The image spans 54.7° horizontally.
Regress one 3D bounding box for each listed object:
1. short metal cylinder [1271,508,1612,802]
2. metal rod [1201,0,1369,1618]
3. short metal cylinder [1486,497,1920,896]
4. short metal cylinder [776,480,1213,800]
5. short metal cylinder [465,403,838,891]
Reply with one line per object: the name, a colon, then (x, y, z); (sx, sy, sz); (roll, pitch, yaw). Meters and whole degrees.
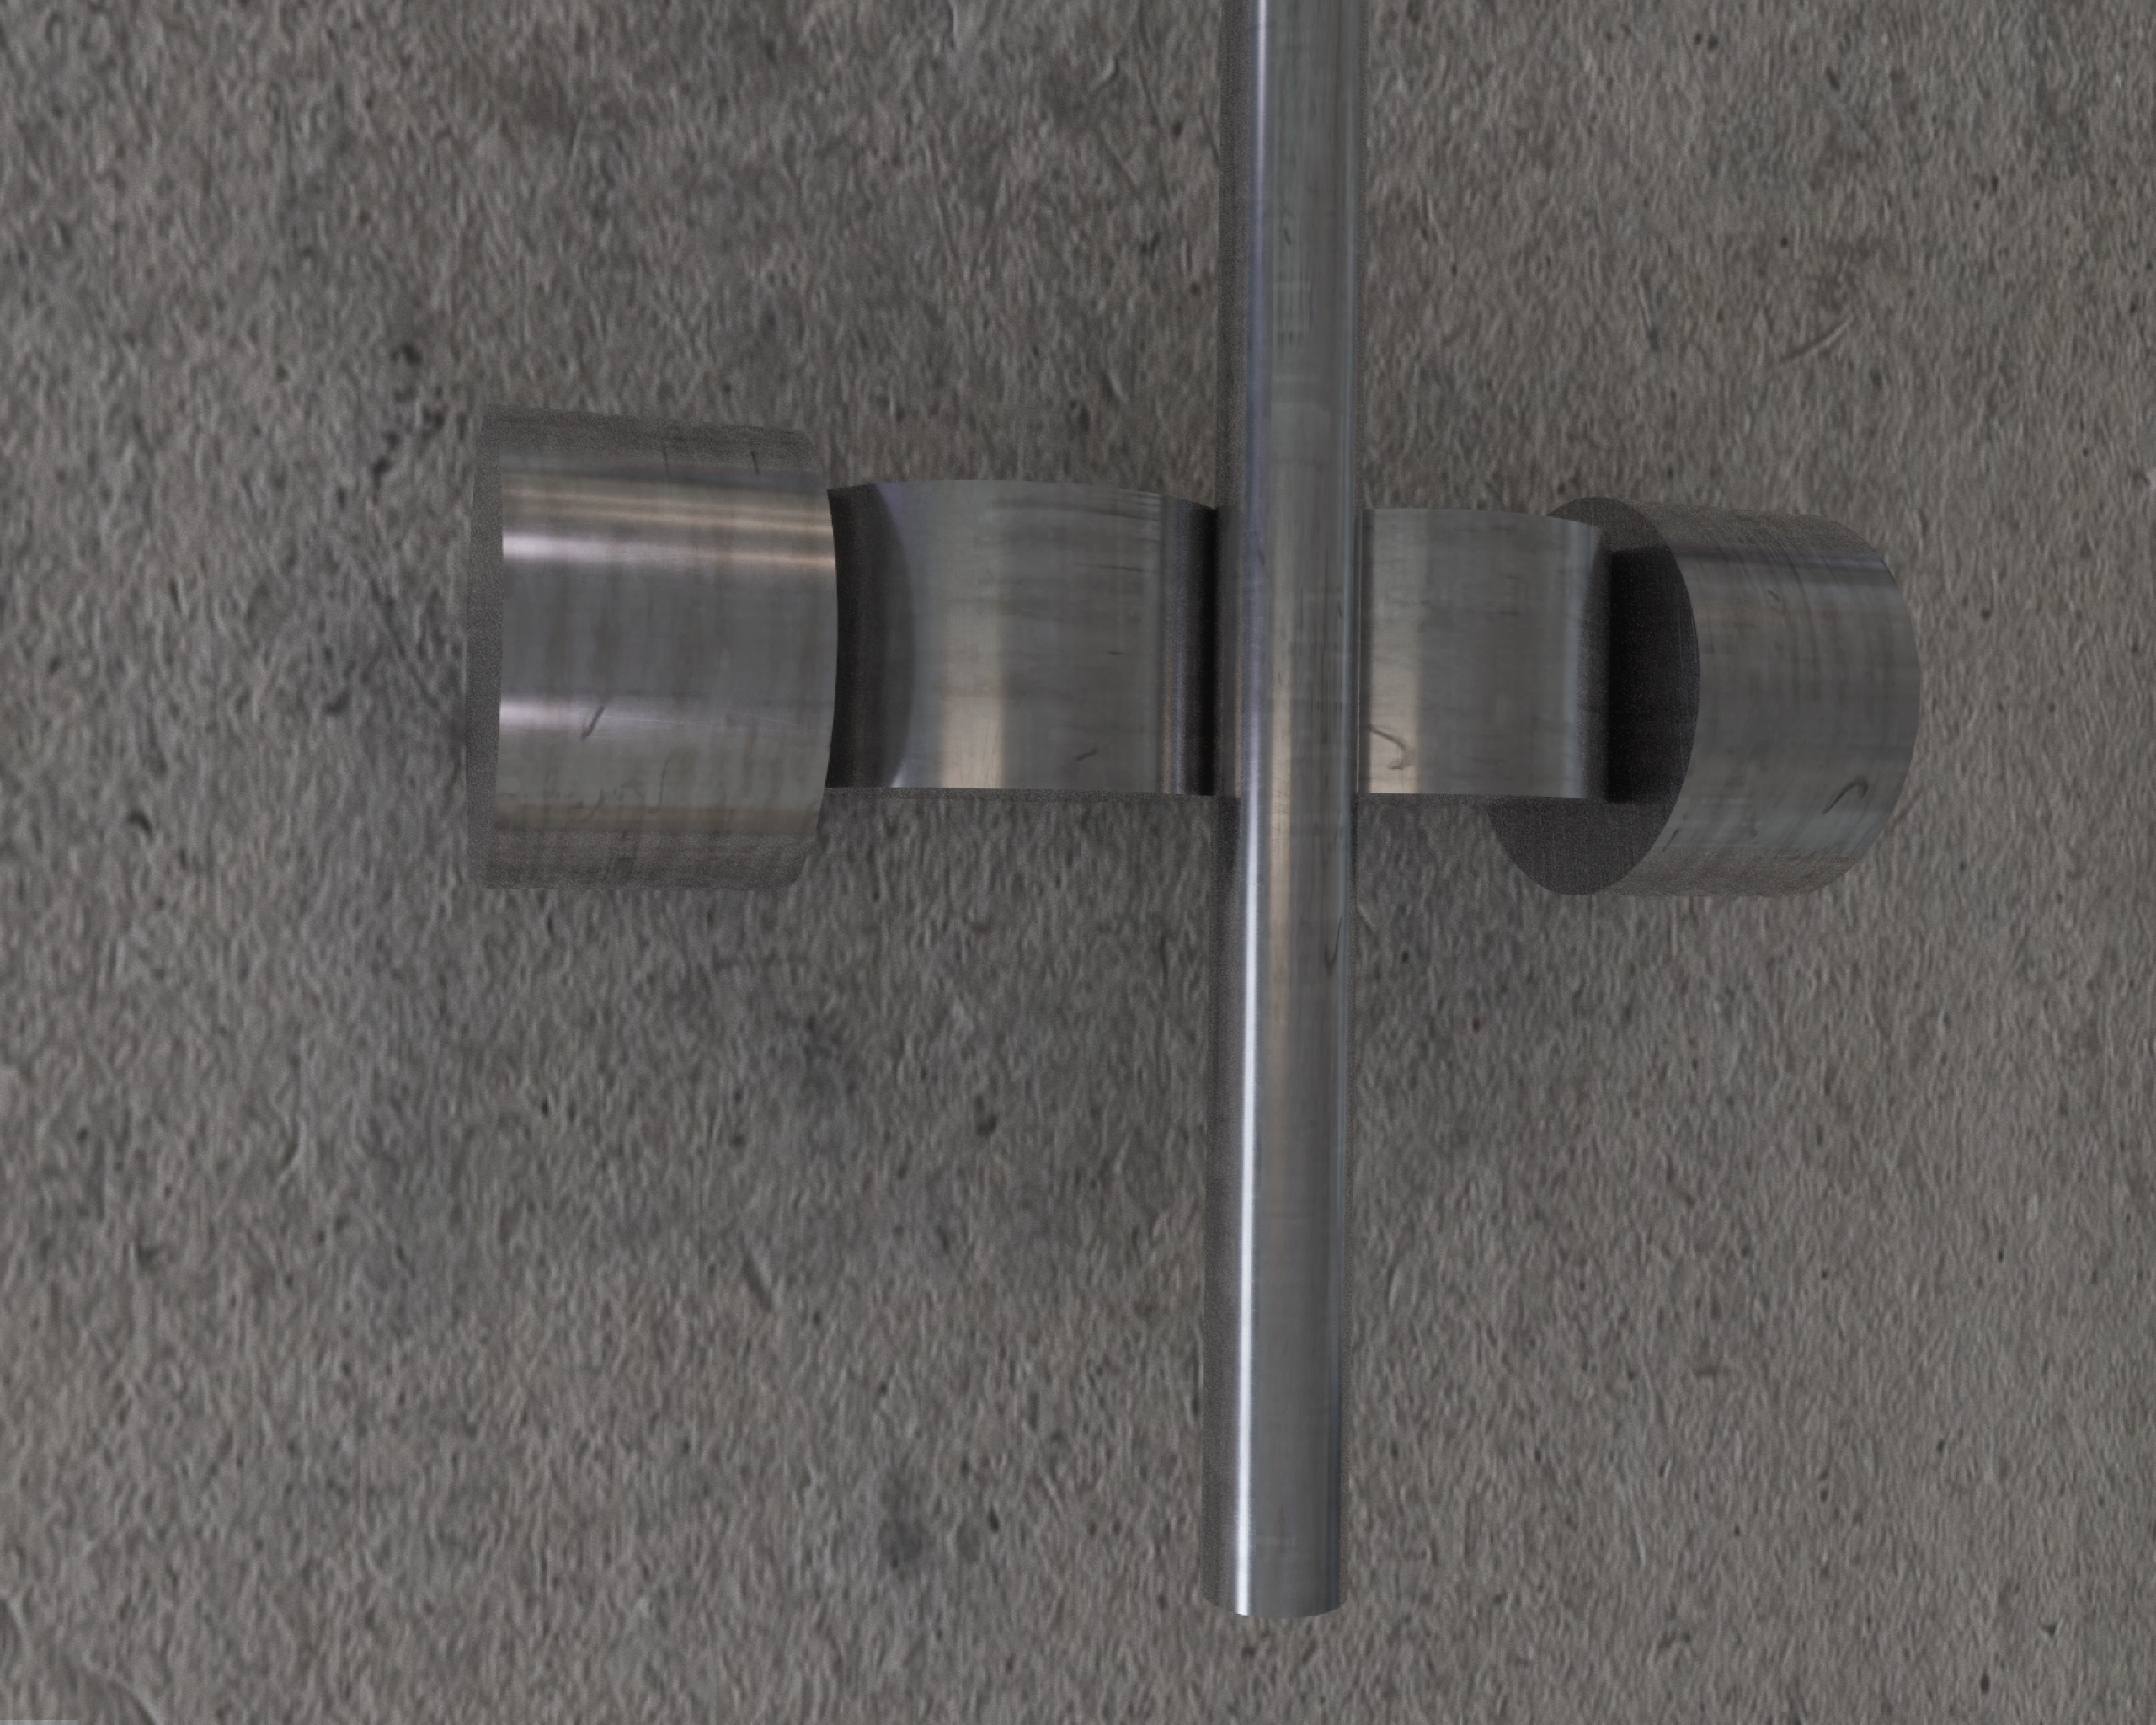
short metal cylinder: (0.062, -0.037, 0.403); (0.081, 0.080, 0.050); (1, 90, -20)
metal rod: (0.036, -0.024, 0.358); (0.025, 0.025, 0.298); (1, 90, -20)
short metal cylinder: (0.123, -0.033, 0.427); (0.050, 0.080, 0.080); (1, 90, -20)
short metal cylinder: (-0.014, -0.037, 0.376); (0.081, 0.080, 0.050); (1, 90, -20)
short metal cylinder: (-0.075, -0.035, 0.354); (0.050, 0.080, 0.080); (1, 90, -20)
